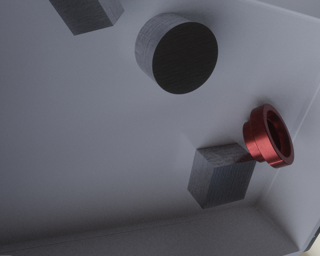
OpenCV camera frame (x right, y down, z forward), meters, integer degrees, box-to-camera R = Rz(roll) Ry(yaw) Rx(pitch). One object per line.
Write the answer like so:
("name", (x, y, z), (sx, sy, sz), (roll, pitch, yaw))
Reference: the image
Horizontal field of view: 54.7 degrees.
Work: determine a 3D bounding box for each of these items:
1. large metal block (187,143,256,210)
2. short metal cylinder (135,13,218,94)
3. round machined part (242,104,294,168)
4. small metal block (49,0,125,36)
("large metal block", (0.097, 0.075, 0.494), (0.081, 0.050, 0.079), (-6, 121, -26))
("short metal cylinder", (0.018, -0.085, 0.351), (0.081, 0.050, 0.079), (-14, 125, -21))
("round machined part", (0.163, 0.015, 0.475), (0.042, 0.098, 0.098), (-25, 140, 36))
("small metal block", (-0.069, -0.116, 0.281), (0.050, 0.050, 0.025), (57, 44, -40))
